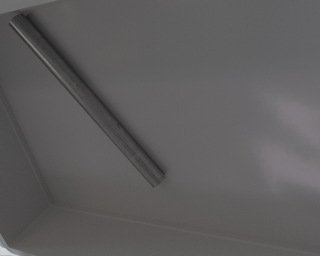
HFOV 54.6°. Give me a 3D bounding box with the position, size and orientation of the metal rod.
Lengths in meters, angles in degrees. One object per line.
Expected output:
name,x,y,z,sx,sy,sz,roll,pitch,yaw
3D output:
metal rod,-0.098,-0.034,0.440,0.025,0.025,0.300,-35,99,38
